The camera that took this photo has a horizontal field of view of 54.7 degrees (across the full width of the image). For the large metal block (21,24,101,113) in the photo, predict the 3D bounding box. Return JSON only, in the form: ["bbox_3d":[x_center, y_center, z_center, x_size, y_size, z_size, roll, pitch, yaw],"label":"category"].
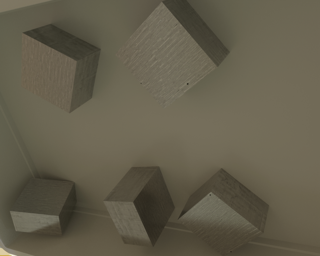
[{"bbox_3d":[-0.133,-0.079,0.411,0.080,0.050,0.079,28,128,10],"label":"large metal block"}]

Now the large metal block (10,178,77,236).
[{"bbox_3d":[-0.201,0.137,0.547,0.080,0.080,0.050,5,123,2],"label":"large metal block"}]

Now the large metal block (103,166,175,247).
[{"bbox_3d":[-0.027,0.113,0.456,0.050,0.080,0.080,-6,115,31],"label":"large metal block"}]

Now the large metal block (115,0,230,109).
[{"bbox_3d":[0.013,-0.081,0.335,0.080,0.050,0.080,48,128,-6],"label":"large metal block"}]

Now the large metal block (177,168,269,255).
[{"bbox_3d":[0.085,0.115,0.418,0.080,0.050,0.080,39,129,1],"label":"large metal block"}]
